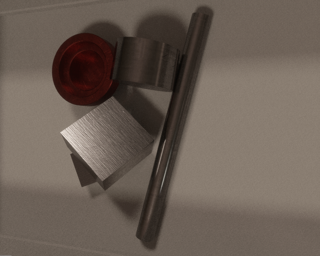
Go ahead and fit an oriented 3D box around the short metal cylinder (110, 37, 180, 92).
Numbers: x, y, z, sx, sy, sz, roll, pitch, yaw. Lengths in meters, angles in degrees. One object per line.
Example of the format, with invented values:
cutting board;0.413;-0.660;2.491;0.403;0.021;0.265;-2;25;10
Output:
short metal cylinder;-0.019;-0.077;0.386;0.080;0.080;0.050;11;93;19

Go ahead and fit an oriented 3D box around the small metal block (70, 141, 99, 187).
small metal block;-0.093;0.051;0.442;0.050;0.025;0.050;-24;83;18

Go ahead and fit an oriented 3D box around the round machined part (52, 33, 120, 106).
round machined part;-0.097;-0.079;0.434;0.098;0.042;0.097;0;90;19

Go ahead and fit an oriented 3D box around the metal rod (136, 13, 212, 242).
metal rod;0.016;0.003;0.404;0.025;0.025;0.298;16;95;19

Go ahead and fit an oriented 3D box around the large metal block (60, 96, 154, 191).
large metal block;-0.066;0.020;0.400;0.080;0.050;0.080;-39;75;-21
